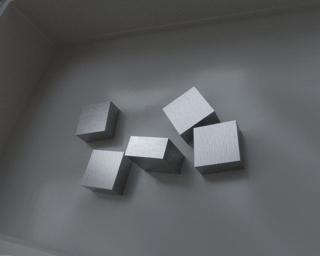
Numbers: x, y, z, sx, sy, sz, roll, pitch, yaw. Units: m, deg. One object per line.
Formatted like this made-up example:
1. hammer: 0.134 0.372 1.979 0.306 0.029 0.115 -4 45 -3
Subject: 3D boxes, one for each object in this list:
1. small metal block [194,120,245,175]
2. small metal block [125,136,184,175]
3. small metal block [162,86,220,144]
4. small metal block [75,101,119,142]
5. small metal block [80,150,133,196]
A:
1. small metal block: 0.067 0.023 0.356 0.050 0.025 0.050 -11 57 21
2. small metal block: -0.005 0.033 0.371 0.050 0.050 0.025 2 63 29
3. small metal block: 0.039 -0.017 0.395 0.050 0.025 0.050 -35 51 4
4. small metal block: -0.092 -0.009 0.457 0.050 0.025 0.050 -8 58 23
5. small metal block: -0.069 0.058 0.405 0.050 0.025 0.050 2 62 28
